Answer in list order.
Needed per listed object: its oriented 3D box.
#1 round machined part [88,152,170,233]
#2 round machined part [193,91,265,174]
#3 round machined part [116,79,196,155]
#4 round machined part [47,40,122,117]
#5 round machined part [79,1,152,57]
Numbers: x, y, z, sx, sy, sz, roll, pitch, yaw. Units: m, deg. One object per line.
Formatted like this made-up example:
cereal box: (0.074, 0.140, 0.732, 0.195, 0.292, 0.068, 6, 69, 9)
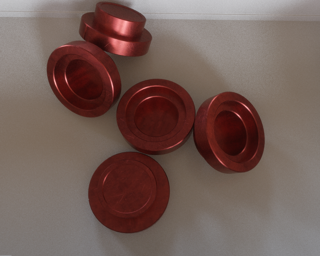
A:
round machined part: (-0.037, 0.075, 0.373, 0.099, 0.042, 0.098, 0, 70, 0)
round machined part: (0.080, 0.008, 0.383, 0.099, 0.042, 0.098, 9, 73, -32)
round machined part: (-0.004, -0.011, 0.403, 0.099, 0.042, 0.098, -1, 69, 3)
round machined part: (-0.093, -0.066, 0.404, 0.098, 0.097, 0.042, 26, 38, 9)
round machined part: (-0.057, -0.139, 0.423, 0.099, 0.042, 0.098, 16, 32, -10)
